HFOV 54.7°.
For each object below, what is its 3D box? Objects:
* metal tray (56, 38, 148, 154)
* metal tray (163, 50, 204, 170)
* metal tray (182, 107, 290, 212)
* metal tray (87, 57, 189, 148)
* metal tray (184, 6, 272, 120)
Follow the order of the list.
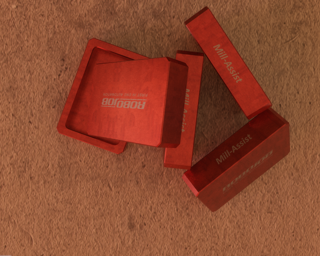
[{"bbox_3d":[-0.069,-0.041,0.408,0.090,0.030,0.129,20,90,-1],"label":"metal tray"},{"bbox_3d":[0.026,-0.020,0.379,0.030,0.090,0.129,6,91,0],"label":"metal tray"},{"bbox_3d":[0.098,0.043,0.380,0.130,0.090,0.030,-38,55,0],"label":"metal tray"},{"bbox_3d":[-0.031,-0.030,0.354,0.130,0.030,0.089,7,90,44],"label":"metal tray"},{"bbox_3d":[0.082,-0.076,0.377,0.030,0.090,0.130,-33,90,14],"label":"metal tray"}]
